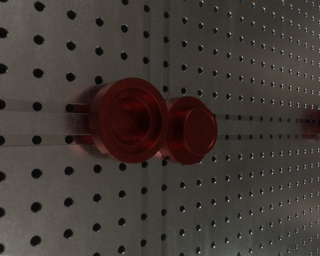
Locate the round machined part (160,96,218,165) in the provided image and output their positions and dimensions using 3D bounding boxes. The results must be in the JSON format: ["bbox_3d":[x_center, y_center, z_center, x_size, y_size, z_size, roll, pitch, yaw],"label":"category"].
[{"bbox_3d":[0.044,0.004,0.437,0.099,0.042,0.097,0,90,-40],"label":"round machined part"}]

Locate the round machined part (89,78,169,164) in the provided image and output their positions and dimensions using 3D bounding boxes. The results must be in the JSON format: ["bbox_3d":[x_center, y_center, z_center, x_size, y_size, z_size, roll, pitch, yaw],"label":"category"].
[{"bbox_3d":[-0.040,-0.008,0.366,0.099,0.042,0.097,0,90,-40],"label":"round machined part"}]
